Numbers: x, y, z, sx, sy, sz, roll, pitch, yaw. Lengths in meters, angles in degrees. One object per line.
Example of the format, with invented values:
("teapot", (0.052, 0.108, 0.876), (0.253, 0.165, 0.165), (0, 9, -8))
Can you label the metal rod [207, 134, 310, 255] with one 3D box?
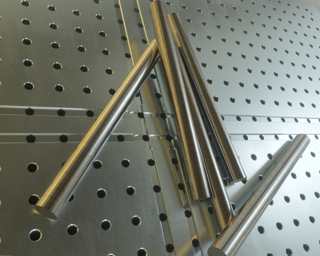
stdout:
("metal rod", (0.152, 0.077, 0.424), (0.025, 0.025, 0.302), (51, 45, 7))

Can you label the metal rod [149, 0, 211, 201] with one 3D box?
("metal rod", (0.023, -0.050, 0.432), (0.025, 0.025, 0.299), (-1, 68, -29))

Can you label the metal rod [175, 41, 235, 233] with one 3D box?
("metal rod", (0.051, 0.000, 0.437), (0.025, 0.025, 0.299), (-1, 62, -29))

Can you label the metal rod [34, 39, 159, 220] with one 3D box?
("metal rod", (-0.057, -0.023, 0.392), (0.025, 0.025, 0.301), (33, 51, -7))

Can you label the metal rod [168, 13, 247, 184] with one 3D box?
("metal rod", (0.064, -0.059, 0.480), (0.025, 0.025, 0.299), (-4, 64, -31))
